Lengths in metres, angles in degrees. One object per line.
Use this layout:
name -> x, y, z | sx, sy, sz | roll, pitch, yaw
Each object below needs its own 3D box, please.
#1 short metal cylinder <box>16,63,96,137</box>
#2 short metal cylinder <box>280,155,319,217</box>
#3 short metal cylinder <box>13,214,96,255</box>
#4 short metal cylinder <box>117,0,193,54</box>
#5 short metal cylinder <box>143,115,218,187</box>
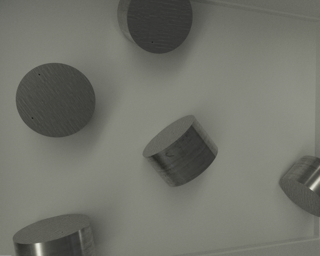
short metal cylinder -> -0.118, -0.030, 0.354 | 0.081, 0.050, 0.080 | 0, 90, -20
short metal cylinder -> 0.231, 0.088, 0.466 | 0.050, 0.080, 0.080 | -43, 104, -15
short metal cylinder -> -0.113, 0.133, 0.340 | 0.081, 0.080, 0.050 | -9, 94, -20
short metal cylinder -> -0.007, -0.136, 0.379 | 0.081, 0.050, 0.079 | -9, 117, -18
short metal cylinder -> 0.025, 0.028, 0.390 | 0.080, 0.080, 0.050 | -42, 103, -15
